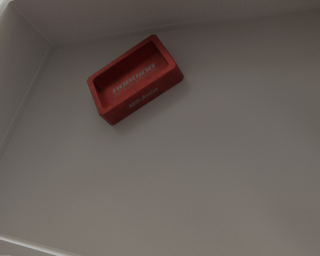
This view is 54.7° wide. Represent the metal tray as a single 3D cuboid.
[{"bbox_3d":[-0.040,-0.074,0.467,0.130,0.030,0.090,-33,52,6],"label":"metal tray"}]
